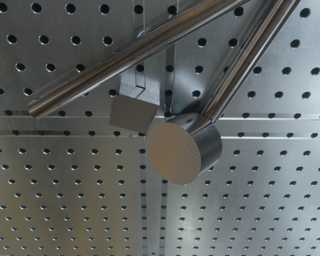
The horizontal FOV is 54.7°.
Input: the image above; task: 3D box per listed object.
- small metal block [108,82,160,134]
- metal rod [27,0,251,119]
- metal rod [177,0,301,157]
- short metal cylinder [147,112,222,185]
[{"bbox_3d":[-0.033,-0.024,0.391,0.050,0.025,0.050,15,128,-13],"label":"small metal block"},{"bbox_3d":[-0.028,-0.082,0.340,0.300,0.025,0.025,-25,126,19],"label":"metal rod"},{"bbox_3d":[0.079,-0.044,0.375,0.025,0.025,0.298,17,128,-15],"label":"metal rod"},{"bbox_3d":[0.030,0.024,0.390,0.080,0.050,0.079,16,116,35],"label":"short metal cylinder"}]
